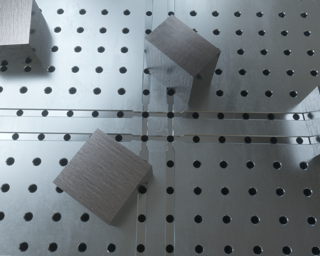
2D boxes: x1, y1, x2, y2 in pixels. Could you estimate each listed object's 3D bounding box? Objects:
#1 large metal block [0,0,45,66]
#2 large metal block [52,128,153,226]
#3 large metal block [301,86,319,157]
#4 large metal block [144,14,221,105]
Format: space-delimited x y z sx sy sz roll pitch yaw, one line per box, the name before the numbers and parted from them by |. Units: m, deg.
large metal block | -0.218 -0.139 0.448 0.080 0.050 0.080 -4 70 -2
large metal block | -0.065 0.061 0.376 0.080 0.050 0.080 33 73 11
large metal block | 0.243 -0.010 0.403 0.080 0.050 0.080 -4 70 -2
large metal block | 0.027 -0.088 0.415 0.080 0.080 0.050 41 75 13
